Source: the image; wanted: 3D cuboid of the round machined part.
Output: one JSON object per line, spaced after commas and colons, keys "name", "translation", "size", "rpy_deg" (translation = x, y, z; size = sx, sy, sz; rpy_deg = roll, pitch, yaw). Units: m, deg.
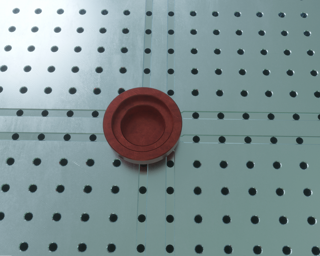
{"name": "round machined part", "translation": [-0.022, 0.000, 0.403], "size": [0.099, 0.042, 0.098], "rpy_deg": [0, 70, 0]}
